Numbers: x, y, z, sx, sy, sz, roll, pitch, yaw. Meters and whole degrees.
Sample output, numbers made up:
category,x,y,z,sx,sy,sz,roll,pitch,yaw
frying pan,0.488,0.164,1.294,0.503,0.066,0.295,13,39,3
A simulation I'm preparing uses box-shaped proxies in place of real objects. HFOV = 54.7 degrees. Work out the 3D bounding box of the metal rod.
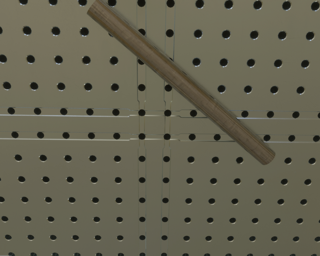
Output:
category,x,y,z,sx,sy,sz,roll,pitch,yaw
metal rod,0.037,-0.050,0.395,0.301,0.025,0.025,39,105,-14
